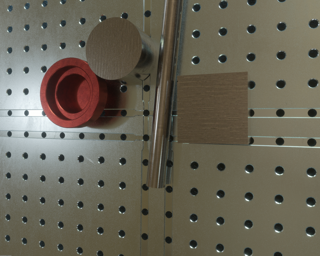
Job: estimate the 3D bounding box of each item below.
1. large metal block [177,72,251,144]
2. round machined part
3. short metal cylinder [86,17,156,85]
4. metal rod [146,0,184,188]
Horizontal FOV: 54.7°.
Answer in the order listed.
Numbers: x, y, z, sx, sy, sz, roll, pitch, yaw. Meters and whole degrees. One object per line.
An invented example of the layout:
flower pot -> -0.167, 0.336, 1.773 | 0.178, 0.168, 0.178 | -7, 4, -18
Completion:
large metal block -> 0.067, -0.022, 0.376 | 0.080, 0.050, 0.080 | 0, 90, 20
round machined part -> -0.119, -0.048, 0.445 | 0.098, 0.042, 0.097 | 0, 90, 20
short metal cylinder -> -0.051, -0.101, 0.417 | 0.080, 0.050, 0.080 | 0, 90, 20
metal rod -> 0.009, -0.071, 0.409 | 0.025, 0.025, 0.298 | 6, 92, 20
